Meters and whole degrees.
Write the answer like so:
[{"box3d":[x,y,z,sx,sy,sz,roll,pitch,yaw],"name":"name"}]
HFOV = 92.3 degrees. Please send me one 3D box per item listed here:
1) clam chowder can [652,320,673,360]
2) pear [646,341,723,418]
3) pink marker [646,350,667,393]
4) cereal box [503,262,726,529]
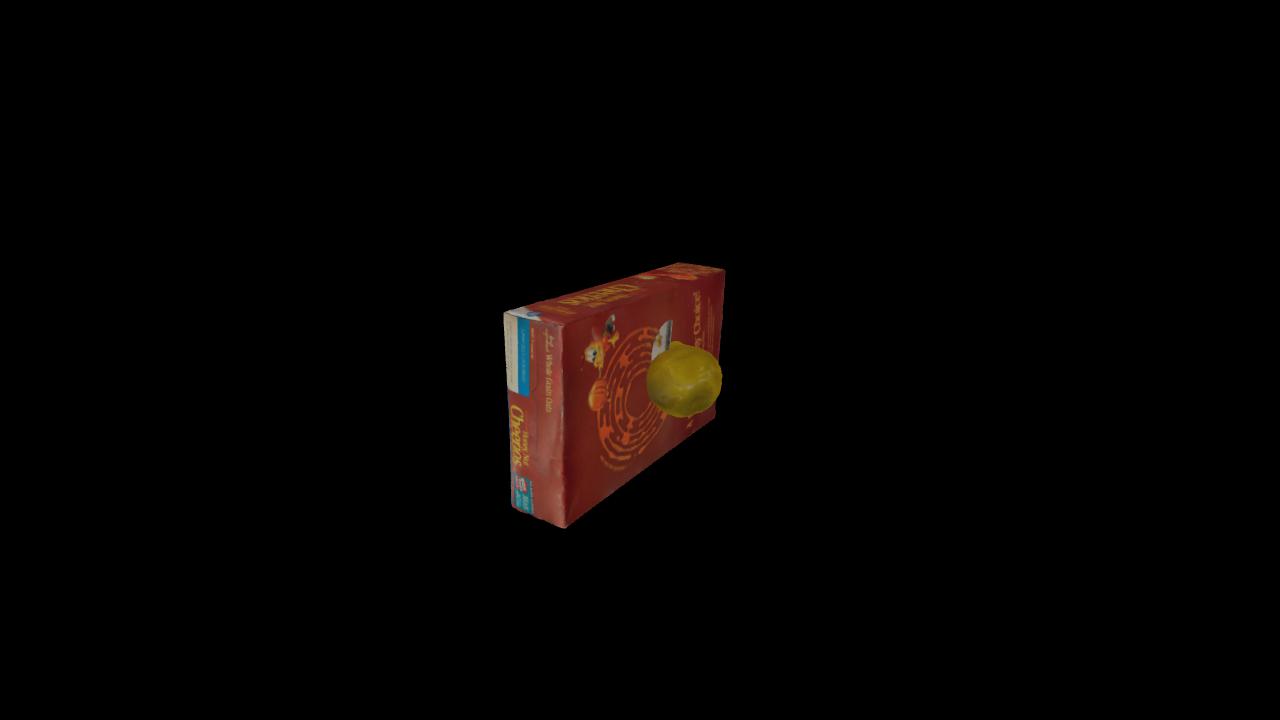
[{"box3d":[-0.018,-0.015,0.657,0.102,0.068,0.068,4,0,3],"name":"clam chowder can"},{"box3d":[0.034,0.006,0.648,0.080,0.080,0.111,0,37,-36],"name":"pear"},{"box3d":[-0.021,-0.035,0.712,0.121,0.020,0.020,17,2,6],"name":"pink marker"},{"box3d":[-0.013,0.017,0.668,0.081,0.203,0.306,15,24,32],"name":"cereal box"}]
